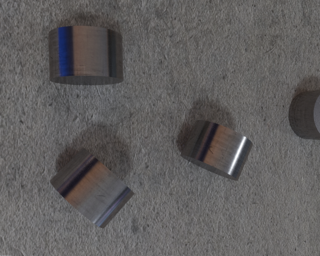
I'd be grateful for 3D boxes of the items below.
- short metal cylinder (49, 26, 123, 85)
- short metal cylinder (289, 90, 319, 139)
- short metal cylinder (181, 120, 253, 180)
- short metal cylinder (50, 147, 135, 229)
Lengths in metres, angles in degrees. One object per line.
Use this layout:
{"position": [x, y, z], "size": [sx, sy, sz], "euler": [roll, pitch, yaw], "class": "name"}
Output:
{"position": [-0.082, -0.078, 0.349], "size": [0.081, 0.080, 0.050], "euler": [-2, 91, -20], "class": "short metal cylinder"}
{"position": [0.253, -0.021, 0.489], "size": [0.081, 0.050, 0.080], "euler": [0, 90, -20], "class": "short metal cylinder"}
{"position": [0.074, 0.030, 0.407], "size": [0.080, 0.080, 0.050], "euler": [28, 81, -18], "class": "short metal cylinder"}
{"position": [-0.076, 0.067, 0.352], "size": [0.080, 0.080, 0.050], "euler": [46, 76, -15], "class": "short metal cylinder"}
